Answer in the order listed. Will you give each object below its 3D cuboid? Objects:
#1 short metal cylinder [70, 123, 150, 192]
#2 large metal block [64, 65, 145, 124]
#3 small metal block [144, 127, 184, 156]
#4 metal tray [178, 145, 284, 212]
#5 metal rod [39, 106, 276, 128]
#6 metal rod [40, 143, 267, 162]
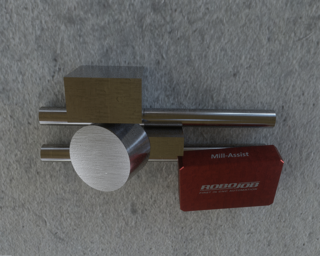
[{"bbox_3d":[-0.059,0.028,0.369,0.080,0.050,0.079,8,110,22],"label":"short metal cylinder"},{"bbox_3d":[-0.060,-0.042,0.366,0.081,0.080,0.050,1,110,-1],"label":"large metal block"},{"bbox_3d":[0.004,0.014,0.402,0.050,0.050,0.025,1,110,-1],"label":"small metal block"},{"bbox_3d":[0.091,0.070,0.420,0.131,0.030,0.089,-4,128,-1],"label":"metal tray"},{"bbox_3d":[-0.002,-0.014,0.406,0.302,0.025,0.025,1,110,-1],"label":"metal rod"},{"bbox_3d":[-0.007,0.034,0.424,0.302,0.025,0.025,0,110,-1],"label":"metal rod"}]
